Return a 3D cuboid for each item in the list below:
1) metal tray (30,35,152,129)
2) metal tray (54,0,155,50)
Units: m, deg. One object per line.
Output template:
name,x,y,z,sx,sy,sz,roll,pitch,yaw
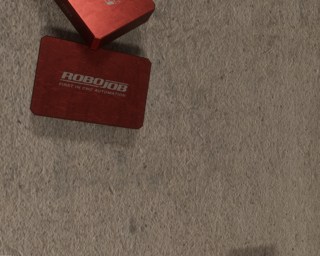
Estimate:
metal tray,-0.081,-0.051,0.377,0.131,0.030,0.089,9,87,-20
metal tray,-0.079,-0.168,0.360,0.090,0.030,0.130,-38,94,-24
